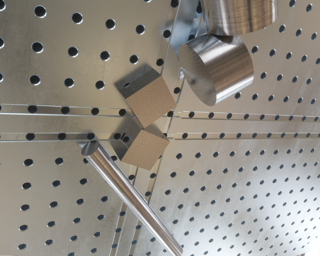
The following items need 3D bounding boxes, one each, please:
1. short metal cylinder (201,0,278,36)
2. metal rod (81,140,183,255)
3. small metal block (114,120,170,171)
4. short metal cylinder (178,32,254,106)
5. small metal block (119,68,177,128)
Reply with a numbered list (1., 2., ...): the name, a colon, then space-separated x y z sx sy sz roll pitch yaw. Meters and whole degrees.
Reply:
1. short metal cylinder: 0.084 -0.141 0.334 0.080 0.080 0.050 -27 128 -12
2. metal rod: -0.028 0.125 0.473 0.025 0.025 0.299 -34 129 -6
3. small metal block: -0.023 0.024 0.413 0.050 0.025 0.050 24 105 -37
4. short metal cylinder: 0.064 -0.072 0.366 0.050 0.080 0.080 -29 128 -10
5. small metal block: -0.014 -0.036 0.381 0.050 0.025 0.050 -35 129 -5
